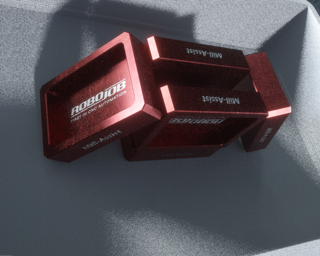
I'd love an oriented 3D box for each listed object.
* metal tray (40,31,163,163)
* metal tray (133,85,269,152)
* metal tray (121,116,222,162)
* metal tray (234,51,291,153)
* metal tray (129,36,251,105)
[{"bbox_3d":[-0.067,-0.028,0.320,0.030,0.130,0.090,26,45,-55],"label":"metal tray"},{"bbox_3d":[0.044,-0.007,0.351,0.131,0.090,0.030,0,62,-29],"label":"metal tray"},{"bbox_3d":[0.011,-0.006,0.410,0.131,0.030,0.090,0,62,-29],"label":"metal tray"},{"bbox_3d":[0.130,-0.030,0.426,0.030,0.130,0.090,-13,66,-1],"label":"metal tray"},{"bbox_3d":[0.031,-0.061,0.376,0.131,0.090,0.030,0,62,-28],"label":"metal tray"}]
